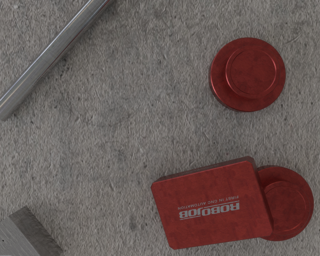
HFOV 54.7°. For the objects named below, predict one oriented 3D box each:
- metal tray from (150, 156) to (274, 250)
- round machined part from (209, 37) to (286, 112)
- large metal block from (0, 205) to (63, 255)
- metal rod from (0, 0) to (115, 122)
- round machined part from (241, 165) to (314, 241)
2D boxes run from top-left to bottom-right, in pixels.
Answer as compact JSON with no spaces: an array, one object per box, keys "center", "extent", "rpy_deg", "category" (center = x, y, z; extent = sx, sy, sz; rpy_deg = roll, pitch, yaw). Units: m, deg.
[{"center":[0.063,0.094,0.385],"extent":[0.130,0.030,0.090],"rpy_deg":[-17,90,21],"category":"metal tray"},{"center":[0.115,-0.070,0.403],"extent":[0.099,0.042,0.097],"rpy_deg":[0,90,0],"category":"round machined part"},{"center":[-0.188,0.161,0.396],"extent":[0.080,0.050,0.080],"rpy_deg":[-39,90,0],"category":"large metal block"},{"center":[-0.114,-0.128,0.408],"extent":[0.025,0.025,0.300],"rpy_deg":[42,90,0],"category":"metal rod"},{"center":[0.152,0.099,0.403],"extent":[0.099,0.042,0.097],"rpy_deg":[0,90,0],"category":"round machined part"}]
